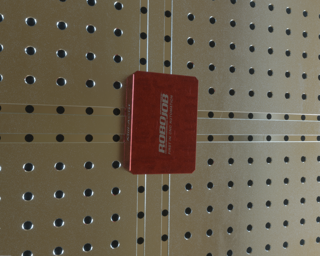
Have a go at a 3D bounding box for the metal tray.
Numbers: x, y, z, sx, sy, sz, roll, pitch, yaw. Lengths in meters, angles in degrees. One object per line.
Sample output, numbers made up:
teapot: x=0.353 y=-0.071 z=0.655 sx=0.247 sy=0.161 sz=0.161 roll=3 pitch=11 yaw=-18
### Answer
metal tray: x=0.002 y=-0.006 z=0.411 sx=0.091 sy=0.030 sz=0.129 roll=2 pitch=89 yaw=-21
